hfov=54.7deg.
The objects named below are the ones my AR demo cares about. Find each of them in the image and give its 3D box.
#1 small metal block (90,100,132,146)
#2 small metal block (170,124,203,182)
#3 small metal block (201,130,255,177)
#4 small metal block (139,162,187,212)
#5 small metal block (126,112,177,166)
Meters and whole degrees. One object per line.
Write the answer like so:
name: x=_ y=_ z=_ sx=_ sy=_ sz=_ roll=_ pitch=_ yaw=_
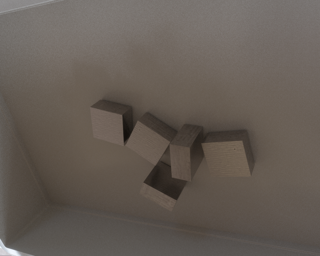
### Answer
small metal block: x=-0.067 y=-0.008 z=0.434 sx=0.050 sy=0.025 sz=0.050 roll=14 pitch=124 yaw=20
small metal block: x=0.035 y=0.030 z=0.390 sx=0.025 sy=0.050 sz=0.050 roll=9 pitch=122 yaw=23
small metal block: x=0.084 y=0.032 z=0.380 sx=0.050 sy=0.025 sz=0.050 roll=-6 pitch=116 yaw=30
small metal block: x=0.007 y=0.080 z=0.434 sx=0.050 sy=0.050 sz=0.025 roll=27 pitch=128 yaw=10
small metal block: x=-0.012 y=0.015 z=0.419 sx=0.050 sy=0.025 sz=0.050 roll=33 pitch=129 yaw=5
